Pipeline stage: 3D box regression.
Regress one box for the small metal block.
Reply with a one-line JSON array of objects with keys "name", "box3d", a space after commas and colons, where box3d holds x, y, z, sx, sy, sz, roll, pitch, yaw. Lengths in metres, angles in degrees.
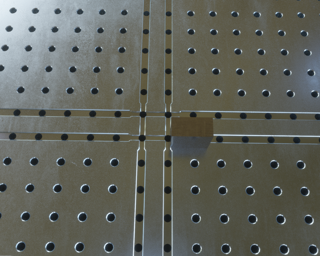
[{"name": "small metal block", "box3d": [0.039, 0.007, 0.396, 0.050, 0.050, 0.025, 1, 70, 0]}]
